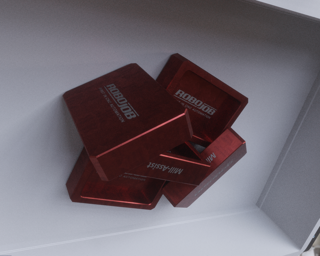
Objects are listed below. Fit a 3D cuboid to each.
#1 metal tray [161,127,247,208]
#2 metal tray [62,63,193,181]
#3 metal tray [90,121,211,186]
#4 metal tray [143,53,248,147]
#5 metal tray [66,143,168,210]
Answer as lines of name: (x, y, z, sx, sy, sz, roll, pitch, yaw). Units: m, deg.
metal tray: (0.069, 0.062, 0.456, 0.130, 0.030, 0.090, -43, 158, 2)
metal tray: (-0.038, -0.015, 0.308, 0.091, 0.130, 0.030, -26, 128, -12)
metal tray: (-0.013, 0.023, 0.371, 0.131, 0.090, 0.030, 17, 110, -35)
metal tray: (0.048, -0.030, 0.413, 0.131, 0.030, 0.090, 23, 106, -37)
metal tray: (-0.046, 0.061, 0.416, 0.131, 0.030, 0.089, 17, 109, -35)
